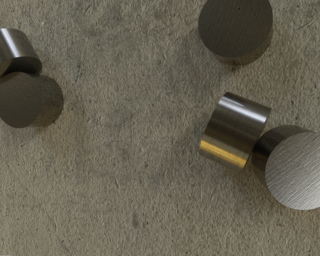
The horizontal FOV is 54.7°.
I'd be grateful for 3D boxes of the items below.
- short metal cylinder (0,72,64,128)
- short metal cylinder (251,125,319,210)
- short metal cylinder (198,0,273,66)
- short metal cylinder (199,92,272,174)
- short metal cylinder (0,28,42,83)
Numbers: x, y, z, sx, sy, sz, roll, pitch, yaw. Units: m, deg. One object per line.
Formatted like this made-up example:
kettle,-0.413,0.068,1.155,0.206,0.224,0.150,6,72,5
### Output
short metal cylinder,-0.193,-0.041,0.461,0.080,0.050,0.079,1,94,17
short metal cylinder,0.145,0.040,0.331,0.080,0.050,0.079,0,99,1
short metal cylinder,0.090,-0.117,0.364,0.080,0.050,0.080,0,90,20
short metal cylinder,0.085,0.005,0.350,0.050,0.080,0.080,25,98,18
short metal cylinder,-0.225,-0.101,0.459,0.080,0.080,0.050,-34,79,17
